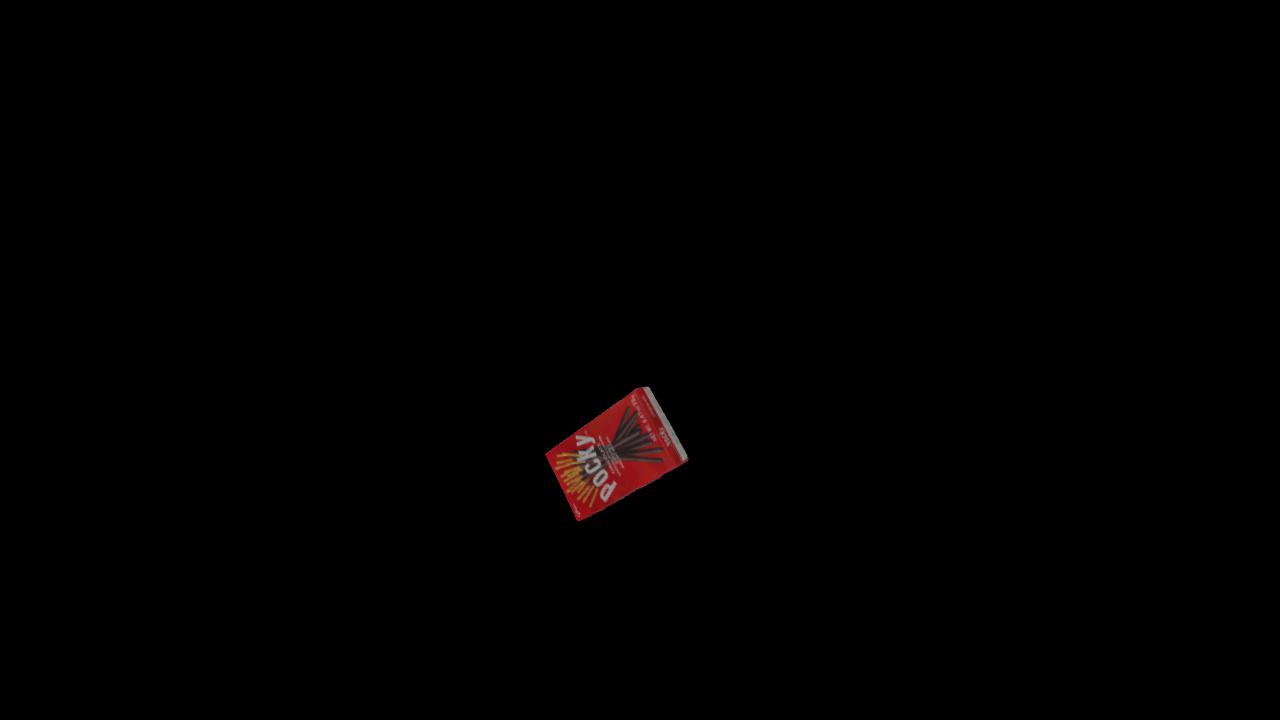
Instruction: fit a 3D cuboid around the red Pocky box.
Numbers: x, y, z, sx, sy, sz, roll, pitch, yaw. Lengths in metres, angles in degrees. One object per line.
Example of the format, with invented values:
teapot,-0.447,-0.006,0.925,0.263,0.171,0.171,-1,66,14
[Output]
red Pocky box,-0.029,0.098,0.616,0.155,0.083,0.028,-37,-13,36
